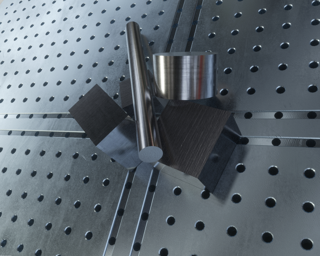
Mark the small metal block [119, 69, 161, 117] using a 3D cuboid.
[{"bbox_3d":[-0.030,-0.051,0.454,0.050,0.025,0.050,-22,54,14],"label":"small metal block"}]

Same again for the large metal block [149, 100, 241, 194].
[{"bbox_3d":[0.036,0.018,0.361,0.080,0.050,0.080,19,72,35],"label":"large metal block"}]

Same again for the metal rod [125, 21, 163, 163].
[{"bbox_3d":[-0.029,-0.073,0.428,0.025,0.025,0.300,-25,41,13],"label":"metal rod"}]

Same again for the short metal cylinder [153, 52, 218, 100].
[{"bbox_3d":[0.032,-0.068,0.388,0.080,0.081,0.050,9,110,32],"label":"short metal cylinder"}]

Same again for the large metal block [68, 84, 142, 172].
[{"bbox_3d":[-0.060,0.000,0.402,0.050,0.080,0.080,-45,51,-3],"label":"large metal block"}]
